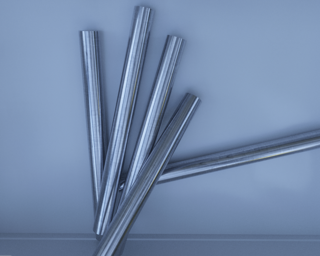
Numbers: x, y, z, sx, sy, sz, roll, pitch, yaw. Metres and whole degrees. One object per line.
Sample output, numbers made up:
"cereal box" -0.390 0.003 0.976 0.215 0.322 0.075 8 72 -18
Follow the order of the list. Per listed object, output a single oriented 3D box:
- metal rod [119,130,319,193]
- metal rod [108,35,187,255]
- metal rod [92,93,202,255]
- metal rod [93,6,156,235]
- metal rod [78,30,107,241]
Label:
"metal rod" 0.087 0.045 0.429 0.302 0.025 0.025 -13 110 4
"metal rod" -0.022 0.031 0.402 0.025 0.025 0.298 15 102 -6
"metal rod" -0.031 0.090 0.379 0.025 0.025 0.299 31 82 -11
"metal rod" -0.049 0.002 0.397 0.025 0.025 0.298 12 104 -5
"metal rod" -0.085 0.024 0.419 0.025 0.025 0.298 0 110 -1
